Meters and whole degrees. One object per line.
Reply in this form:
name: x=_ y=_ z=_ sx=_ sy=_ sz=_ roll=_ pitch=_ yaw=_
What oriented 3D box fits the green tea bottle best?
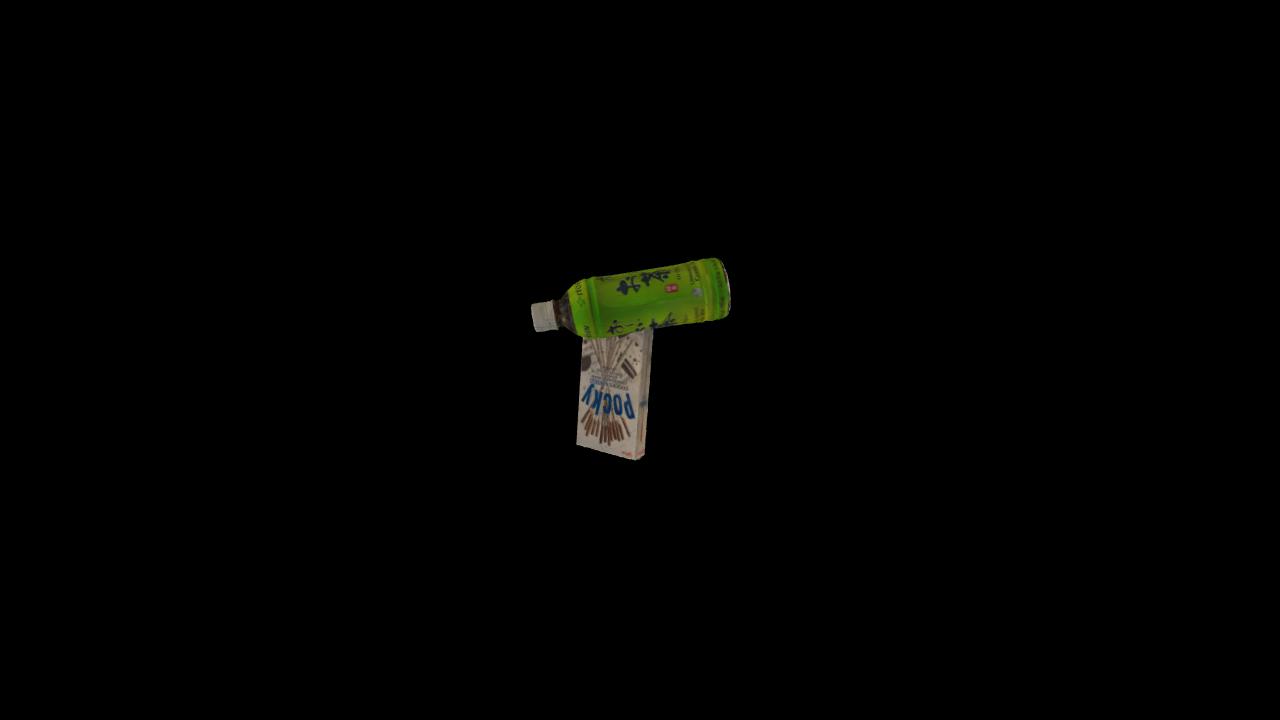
green tea bottle: x=-0.011 y=-0.062 z=0.670 sx=0.212 sy=0.073 sz=0.073 roll=-11 pitch=1 yaw=-3

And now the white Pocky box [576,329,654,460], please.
white Pocky box: x=-0.030 y=0.031 z=0.705 sx=0.084 sy=0.154 sz=0.028 roll=11 pitch=14 yaw=28
